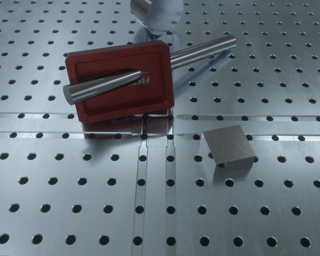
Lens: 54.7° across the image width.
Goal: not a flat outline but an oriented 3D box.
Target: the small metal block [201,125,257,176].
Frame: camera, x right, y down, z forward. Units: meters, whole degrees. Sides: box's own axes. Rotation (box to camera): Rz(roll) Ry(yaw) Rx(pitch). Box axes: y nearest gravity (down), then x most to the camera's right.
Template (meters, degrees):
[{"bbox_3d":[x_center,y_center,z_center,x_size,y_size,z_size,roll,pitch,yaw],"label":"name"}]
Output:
[{"bbox_3d":[0.083,0.027,0.386,0.050,0.025,0.050,-11,51,-9],"label":"small metal block"}]

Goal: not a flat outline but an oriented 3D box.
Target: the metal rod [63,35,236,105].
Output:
[{"bbox_3d":[0.005,-0.093,0.453,0.302,0.025,0.025,-25,54,-32],"label":"metal rod"}]

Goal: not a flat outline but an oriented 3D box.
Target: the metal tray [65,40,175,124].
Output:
[{"bbox_3d":[-0.050,-0.062,0.414,0.131,0.089,0.030,-11,26,-9],"label":"metal tray"}]

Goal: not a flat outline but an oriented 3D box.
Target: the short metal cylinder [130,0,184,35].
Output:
[{"bbox_3d":[-0.005,-0.214,0.551,0.081,0.080,0.050,-29,56,-22],"label":"short metal cylinder"}]
